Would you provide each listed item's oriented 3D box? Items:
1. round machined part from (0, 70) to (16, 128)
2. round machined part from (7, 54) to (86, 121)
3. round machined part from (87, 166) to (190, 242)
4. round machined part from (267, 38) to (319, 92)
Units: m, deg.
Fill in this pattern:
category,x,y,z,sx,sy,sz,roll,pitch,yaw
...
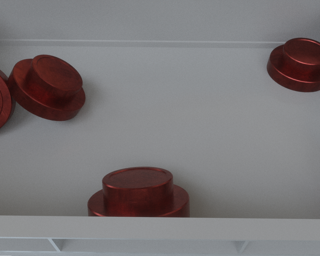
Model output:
category,x,y,z,sx,sy,sz,roll,pitch,yaw
round machined part,-0.239,-0.040,0.401,0.099,0.097,0.042,-10,18,-9
round machined part,-0.143,-0.059,0.410,0.098,0.042,0.098,30,31,-20
round machined part,-0.021,0.067,0.303,0.099,0.042,0.098,-2,9,1
round machined part,0.222,-0.104,0.483,0.099,0.042,0.098,0,50,0
